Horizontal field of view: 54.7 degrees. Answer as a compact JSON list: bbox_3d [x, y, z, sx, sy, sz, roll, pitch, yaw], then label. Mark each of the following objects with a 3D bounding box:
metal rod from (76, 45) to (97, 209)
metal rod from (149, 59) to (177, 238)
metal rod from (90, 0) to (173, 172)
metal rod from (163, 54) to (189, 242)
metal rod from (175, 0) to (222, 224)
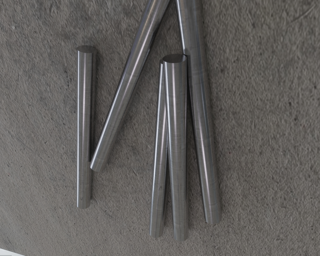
[{"bbox_3d":[-0.116,0.019,0.479,0.025,0.025,0.298,22,127,15],"label":"metal rod"},{"bbox_3d":[0.003,0.049,0.435,0.025,0.025,0.298,17,125,18],"label":"metal rod"},{"bbox_3d":[-0.046,-0.043,0.404,0.025,0.025,0.298,33,129,7],"label":"metal rod"},{"bbox_3d":[0.024,0.049,0.409,0.025,0.025,0.298,12,128,22],"label":"metal rod"},{"bbox_3d":[0.052,-0.001,0.378,0.025,0.025,0.298,4,120,26],"label":"metal rod"}]
